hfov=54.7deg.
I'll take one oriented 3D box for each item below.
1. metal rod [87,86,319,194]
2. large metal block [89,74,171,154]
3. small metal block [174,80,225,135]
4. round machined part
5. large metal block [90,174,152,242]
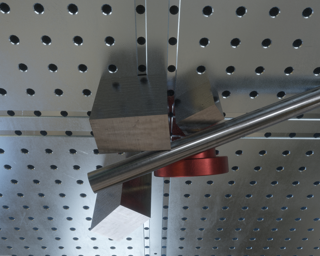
[{"bbox_3d":[0.064,0.010,0.364,0.302,0.025,0.025,-20,130,-6],"label":"metal rod"},{"bbox_3d":[-0.030,-0.018,0.360,0.080,0.080,0.050,-4,130,3],"label":"large metal block"},{"bbox_3d":[0.046,-0.024,0.375,0.050,0.050,0.025,-26,125,20],"label":"small metal block"},{"bbox_3d":[0.040,0.040,0.412,0.099,0.098,0.042,-3,85,0],"label":"round machined part"},{"bbox_3d":[-0.057,0.112,0.470,0.050,0.080,0.080,31,124,-23],"label":"large metal block"}]
